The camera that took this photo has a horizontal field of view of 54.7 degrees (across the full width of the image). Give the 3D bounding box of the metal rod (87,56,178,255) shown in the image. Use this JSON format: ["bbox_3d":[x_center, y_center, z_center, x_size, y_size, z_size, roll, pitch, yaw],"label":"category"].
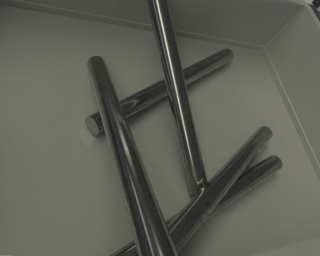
[{"bbox_3d":[-0.041,0.006,0.305,0.025,0.025,0.300,6,35,-26],"label":"metal rod"}]

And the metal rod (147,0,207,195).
[{"bbox_3d":[0.017,-0.066,0.389,0.025,0.025,0.298,-12,90,-34],"label":"metal rod"}]

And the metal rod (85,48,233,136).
[{"bbox_3d":[0.020,-0.066,0.458,0.302,0.025,0.025,-32,80,-38],"label":"metal rod"}]

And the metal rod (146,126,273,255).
[{"bbox_3d":[0.079,0.065,0.385,0.025,0.025,0.302,50,43,7],"label":"metal rod"}]

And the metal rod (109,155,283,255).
[{"bbox_3d":[0.060,0.096,0.380,0.302,0.025,0.025,-21,73,-36],"label":"metal rod"}]
